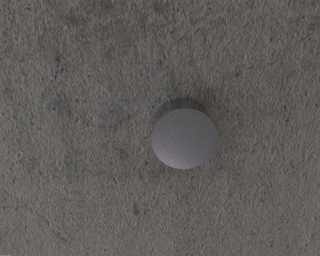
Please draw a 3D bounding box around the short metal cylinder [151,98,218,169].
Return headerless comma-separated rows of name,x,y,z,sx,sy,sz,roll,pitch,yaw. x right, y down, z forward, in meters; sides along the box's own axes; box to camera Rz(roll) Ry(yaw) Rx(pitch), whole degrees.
short metal cylinder,0.030,0.006,0.399,0.080,0.050,0.079,0,110,0
